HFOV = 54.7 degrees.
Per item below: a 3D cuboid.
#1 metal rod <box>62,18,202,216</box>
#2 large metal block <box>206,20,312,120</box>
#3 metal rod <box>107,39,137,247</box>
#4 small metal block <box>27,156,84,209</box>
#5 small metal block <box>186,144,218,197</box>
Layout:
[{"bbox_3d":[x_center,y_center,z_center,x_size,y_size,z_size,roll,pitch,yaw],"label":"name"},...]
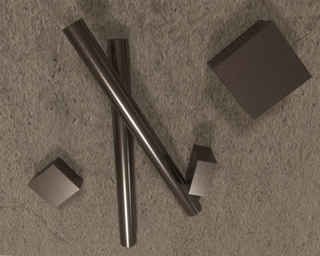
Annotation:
[{"bbox_3d":[-0.021,0.005,0.390,0.025,0.025,0.299,-27,116,9],"label":"metal rod"},{"bbox_3d":[0.116,-0.070,0.372,0.080,0.050,0.080,-39,106,13],"label":"large metal block"},{"bbox_3d":[-0.049,0.034,0.421,0.025,0.025,0.298,-1,110,0],"label":"metal rod"},{"bbox_3d":[-0.146,0.077,0.436,0.050,0.025,0.050,-38,106,12],"label":"small metal block"},{"bbox_3d":[0.055,0.057,0.418,0.025,0.050,0.050,11,110,-4],"label":"small metal block"}]
